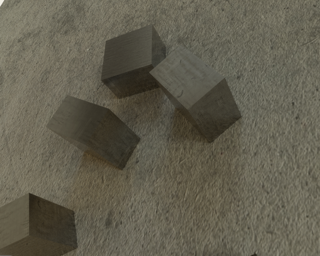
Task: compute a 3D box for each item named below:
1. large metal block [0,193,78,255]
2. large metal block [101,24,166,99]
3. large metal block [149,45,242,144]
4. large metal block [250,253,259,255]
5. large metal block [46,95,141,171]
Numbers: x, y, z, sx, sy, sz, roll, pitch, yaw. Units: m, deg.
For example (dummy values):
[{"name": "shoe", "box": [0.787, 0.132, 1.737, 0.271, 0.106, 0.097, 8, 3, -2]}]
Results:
[{"name": "large metal block", "box": [-0.160, 0.129, 0.374, 0.080, 0.080, 0.050, -27, 53, 11]}, {"name": "large metal block", "box": [-0.037, -0.099, 0.468, 0.080, 0.050, 0.080, -14, 56, 20]}, {"name": "large metal block", "box": [0.043, -0.040, 0.370, 0.050, 0.080, 0.080, -41, 51, 0]}, {"name": "large metal block", "box": [0.065, 0.162, 0.254, 0.080, 0.050, 0.080, -28, 52, 10]}, {"name": "large metal block", "box": [-0.086, 0.006, 0.410, 0.080, 0.080, 0.050, 19, 72, 35]}]
